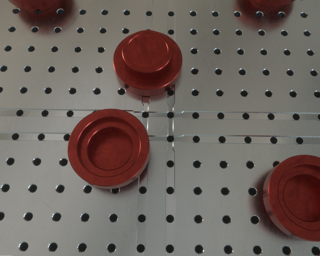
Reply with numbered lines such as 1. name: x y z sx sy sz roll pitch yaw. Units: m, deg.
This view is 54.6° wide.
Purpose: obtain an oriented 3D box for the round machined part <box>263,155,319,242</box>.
1. round machined part: 0.173 0.085 0.373 0.099 0.042 0.098 0 70 0

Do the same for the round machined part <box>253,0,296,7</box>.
1. round machined part: 0.178 -0.232 0.488 0.099 0.042 0.098 0 70 0

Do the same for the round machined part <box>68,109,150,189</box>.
1. round machined part: -0.062 0.028 0.392 0.099 0.042 0.098 0 70 0

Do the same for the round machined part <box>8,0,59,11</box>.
1. round machined part: -0.194 -0.224 0.484 0.099 0.042 0.098 0 70 0

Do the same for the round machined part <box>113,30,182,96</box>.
1. round machined part: -0.017 -0.098 0.439 0.099 0.042 0.098 0 70 0
